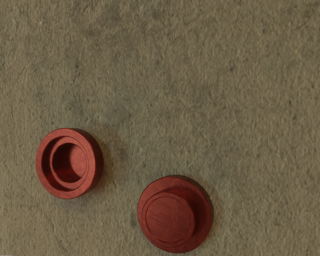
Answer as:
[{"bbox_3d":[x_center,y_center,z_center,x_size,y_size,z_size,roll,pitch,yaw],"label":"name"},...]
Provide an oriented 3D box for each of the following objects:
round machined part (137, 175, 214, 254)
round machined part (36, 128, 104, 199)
[{"bbox_3d":[0.016,0.111,0.394,0.098,0.042,0.097,0,90,19],"label":"round machined part"},{"bbox_3d":[-0.123,0.048,0.442,0.098,0.042,0.097,0,90,19],"label":"round machined part"}]
